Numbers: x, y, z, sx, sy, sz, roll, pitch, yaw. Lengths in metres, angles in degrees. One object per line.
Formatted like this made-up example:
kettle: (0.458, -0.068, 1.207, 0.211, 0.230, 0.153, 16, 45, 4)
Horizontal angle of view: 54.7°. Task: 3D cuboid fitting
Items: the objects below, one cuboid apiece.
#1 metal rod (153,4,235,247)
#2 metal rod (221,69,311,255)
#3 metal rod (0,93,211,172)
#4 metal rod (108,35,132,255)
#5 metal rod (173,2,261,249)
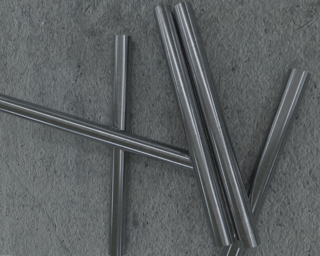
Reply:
metal rod: (0.037, -0.013, 0.375, 0.025, 0.025, 0.299, -18, 77, 19)
metal rod: (0.113, 0.077, 0.368, 0.025, 0.025, 0.298, 20, 97, 19)
metal rod: (-0.079, 0.007, 0.405, 0.301, 0.025, 0.025, 17, 96, 7)
metal rod: (-0.055, 0.024, 0.428, 0.025, 0.025, 0.298, 2, 91, 20)
metal rod: (0.064, -0.013, 0.371, 0.025, 0.025, 0.299, -18, 79, 19)
